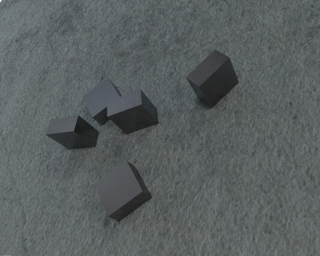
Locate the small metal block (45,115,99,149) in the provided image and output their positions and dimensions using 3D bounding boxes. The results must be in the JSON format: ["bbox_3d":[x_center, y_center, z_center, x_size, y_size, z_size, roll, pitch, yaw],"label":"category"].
[{"bbox_3d":[-0.125,0.007,0.447,0.050,0.050,0.025,-6,59,24],"label":"small metal block"}]

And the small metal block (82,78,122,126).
[{"bbox_3d":[-0.083,-0.040,0.470,0.050,0.025,0.050,-37,51,3],"label":"small metal block"}]

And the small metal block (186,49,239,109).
[{"bbox_3d":[0.067,-0.060,0.389,0.050,0.050,0.025,-44,51,-3],"label":"small metal block"}]

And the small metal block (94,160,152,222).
[{"bbox_3d":[-0.046,0.077,0.379,0.050,0.025,0.050,-37,51,3],"label":"small metal block"}]

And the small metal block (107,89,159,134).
[{"bbox_3d":[-0.036,-0.021,0.418,0.050,0.050,0.025,-19,55,17],"label":"small metal block"}]
